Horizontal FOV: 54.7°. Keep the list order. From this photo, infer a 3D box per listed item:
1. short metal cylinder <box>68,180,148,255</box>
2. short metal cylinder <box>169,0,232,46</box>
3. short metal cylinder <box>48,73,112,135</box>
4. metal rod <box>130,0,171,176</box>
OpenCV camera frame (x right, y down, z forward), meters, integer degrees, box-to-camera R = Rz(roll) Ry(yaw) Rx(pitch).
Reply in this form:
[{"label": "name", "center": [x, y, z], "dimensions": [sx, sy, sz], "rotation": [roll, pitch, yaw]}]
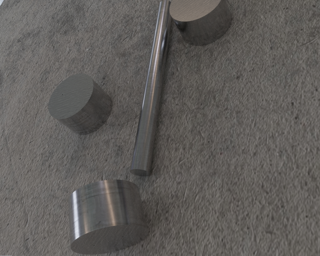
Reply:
[{"label": "short metal cylinder", "center": [-0.057, 0.098, 0.338], "dimensions": [0.080, 0.080, 0.050], "rotation": [-26, 53, 12]}, {"label": "short metal cylinder", "center": [0.061, -0.170, 0.460], "dimensions": [0.080, 0.050, 0.080], "rotation": [-13, 56, 21]}, {"label": "short metal cylinder", "center": [-0.121, -0.036, 0.473], "dimensions": [0.080, 0.050, 0.080], "rotation": [-13, 56, 21]}, {"label": "metal rod", "center": [-0.007, -0.075, 0.453], "dimensions": [0.025, 0.025, 0.300], "rotation": [-7, 59, 25]}]
